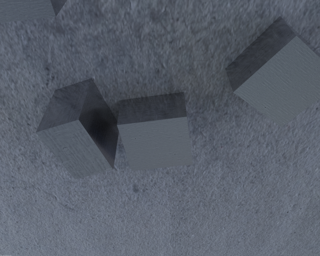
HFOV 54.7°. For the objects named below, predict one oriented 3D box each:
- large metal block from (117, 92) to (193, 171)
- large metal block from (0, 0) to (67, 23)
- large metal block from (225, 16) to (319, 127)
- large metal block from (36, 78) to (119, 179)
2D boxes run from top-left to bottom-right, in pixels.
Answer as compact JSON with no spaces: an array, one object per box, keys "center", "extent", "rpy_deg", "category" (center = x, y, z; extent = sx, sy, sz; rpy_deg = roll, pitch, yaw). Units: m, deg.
[{"center":[-0.004,0.006,0.396],"extent":[0.080,0.050,0.080],"rpy_deg":[-7,130,5],"category":"large metal block"},{"center":[-0.136,-0.141,0.269],"extent":[0.080,0.050,0.080],"rpy_deg":[-5,130,4],"category":"large metal block"},{"center":[0.134,-0.059,0.342],"extent":[0.080,0.050,0.080],"rpy_deg":[30,124,-24],"category":"large metal block"},{"center":[-0.092,0.001,0.370],"extent":[0.050,0.080,0.080],"rpy_deg":[-16,129,12],"category":"large metal block"}]
